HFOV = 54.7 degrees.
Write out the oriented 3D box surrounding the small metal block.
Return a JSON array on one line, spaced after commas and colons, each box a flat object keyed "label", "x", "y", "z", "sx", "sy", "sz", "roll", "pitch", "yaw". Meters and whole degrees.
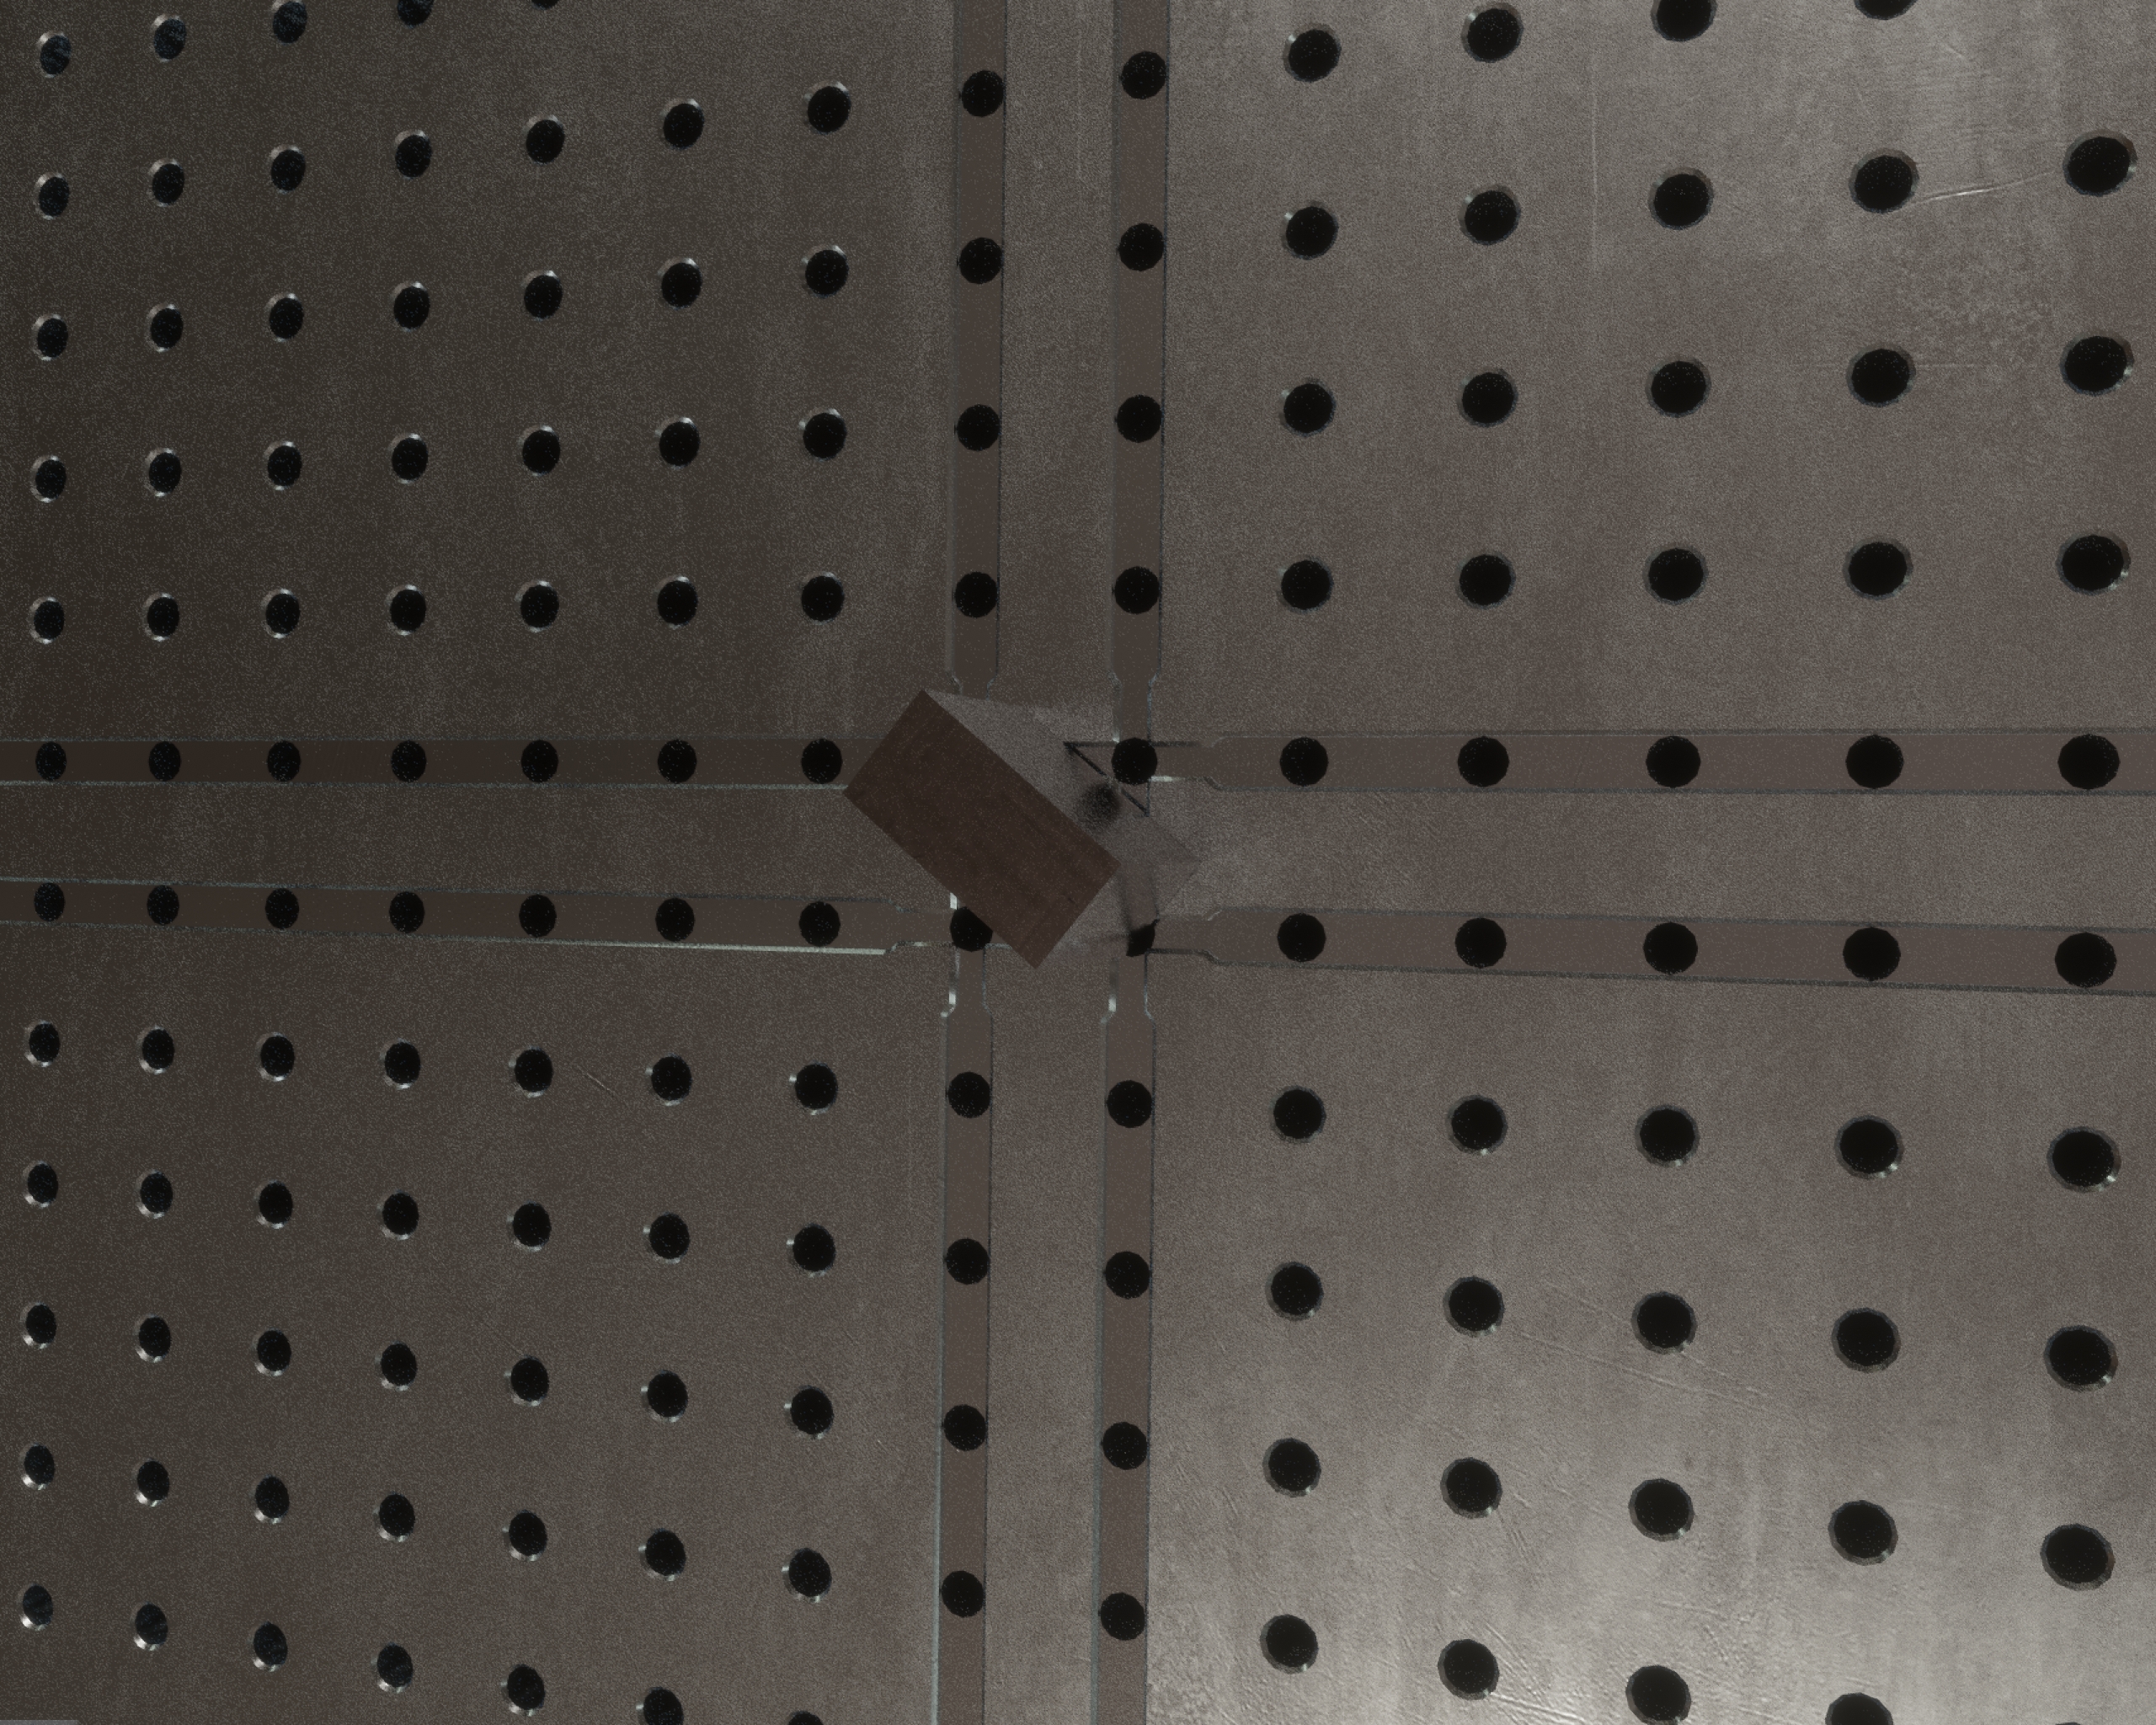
[{"label": "small metal block", "x": -0.010, "y": -0.006, "z": 0.402, "sx": 0.050, "sy": 0.050, "sz": 0.025, "roll": 42, "pitch": 103, "yaw": 15}]
